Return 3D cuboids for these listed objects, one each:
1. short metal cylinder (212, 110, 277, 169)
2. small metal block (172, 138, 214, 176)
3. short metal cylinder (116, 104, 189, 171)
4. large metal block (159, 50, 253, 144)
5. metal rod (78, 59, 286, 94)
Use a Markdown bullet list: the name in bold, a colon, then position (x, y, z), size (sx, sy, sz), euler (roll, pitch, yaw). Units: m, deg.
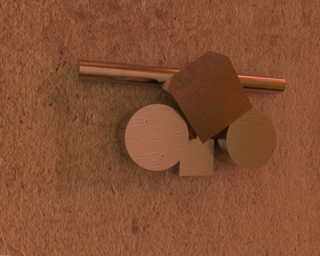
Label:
- **short metal cylinder**: position (0.115, 0.016, 0.439), size (0.081, 0.050, 0.079), euler (0, 90, -20)
- **small metal block**: position (0.046, 0.039, 0.428), size (0.050, 0.025, 0.050), euler (2, 89, -20)
- **short metal cylinder**: position (-0.011, 0.011, 0.392), size (0.081, 0.050, 0.079), euler (0, 90, -20)
- **large metal block**: position (0.060, -0.041, 0.400), size (0.080, 0.050, 0.080), euler (-36, 119, -3)
- **metal rod**: position (0.044, -0.068, 0.426), size (0.302, 0.025, 0.025), euler (1, 90, -20)
